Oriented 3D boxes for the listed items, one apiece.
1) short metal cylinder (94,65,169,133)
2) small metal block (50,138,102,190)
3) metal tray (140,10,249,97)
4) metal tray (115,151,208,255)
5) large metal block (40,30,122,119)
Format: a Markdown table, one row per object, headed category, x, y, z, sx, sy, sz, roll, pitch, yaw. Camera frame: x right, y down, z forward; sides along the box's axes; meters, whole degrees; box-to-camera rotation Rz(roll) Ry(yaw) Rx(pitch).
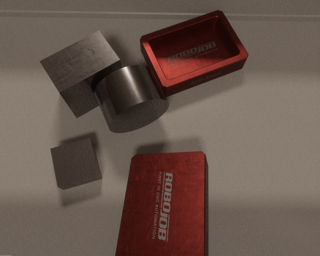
| category | x | y | z | sx | sy | sz | roll | pitch | yaw |
| --- | --- | --- | --- | --- | --- | --- | --- | --- | --- |
| short metal cylinder | -0.036 | -0.035 | 0.393 | 0.080 | 0.080 | 0.050 | -23 | 72 | -8 |
| small metal block | -0.105 | 0.046 | 0.392 | 0.050 | 0.025 | 0.050 | -16 | 71 | -6 |
| metal tray | 0.047 | -0.109 | 0.447 | 0.131 | 0.030 | 0.090 | -21 | 72 | -8 |
| metal tray | 0.007 | 0.090 | 0.344 | 0.090 | 0.030 | 0.130 | -4 | 53 | 14 |
| large metal block | -0.095 | -0.067 | 0.404 | 0.080 | 0.080 | 0.050 | -32 | 74 | -11 |
